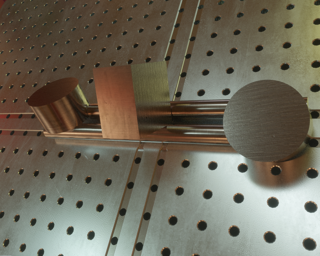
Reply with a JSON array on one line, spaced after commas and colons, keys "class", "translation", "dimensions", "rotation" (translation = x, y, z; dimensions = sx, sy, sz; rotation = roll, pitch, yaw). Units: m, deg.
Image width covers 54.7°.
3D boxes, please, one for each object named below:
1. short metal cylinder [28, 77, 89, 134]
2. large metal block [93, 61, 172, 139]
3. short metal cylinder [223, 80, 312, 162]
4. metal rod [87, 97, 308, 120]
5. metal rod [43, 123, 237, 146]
[{"class": "short metal cylinder", "translation": [-0.152, -0.036, 0.475], "dimensions": [0.080, 0.050, 0.080], "rotation": [-14, 34, 10]}, {"class": "large metal block", "translation": [-0.029, -0.036, 0.372], "dimensions": [0.050, 0.080, 0.079], "rotation": [1, 104, 29]}, {"class": "short metal cylinder", "translation": [0.112, -0.005, 0.319], "dimensions": [0.080, 0.050, 0.080], "rotation": [-4, 82, 28]}, {"class": "metal rod", "translation": [0.028, -0.024, 0.407], "dimensions": [0.300, 0.025, 0.025], "rotation": [1, 62, 28]}, {"class": "metal rod", "translation": [-0.045, 0.006, 0.428], "dimensions": [0.300, 0.025, 0.025], "rotation": [1, 62, 28]}]
